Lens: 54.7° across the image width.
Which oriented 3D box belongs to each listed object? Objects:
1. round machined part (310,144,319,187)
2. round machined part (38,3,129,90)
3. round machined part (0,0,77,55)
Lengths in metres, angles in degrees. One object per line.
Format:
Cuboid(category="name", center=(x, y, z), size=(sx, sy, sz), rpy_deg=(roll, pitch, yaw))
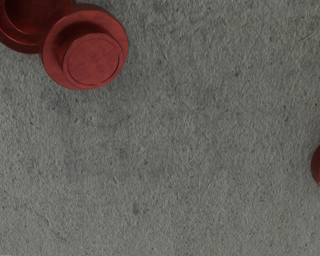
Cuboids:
Cuboid(category="round machined part", center=(0.253, 0.045, 0.419), size=(0.099, 0.042, 0.097), rpy_deg=(0, 110, 0))
Cuboid(category="round machined part", center=(-0.080, -0.082, 0.344), size=(0.099, 0.042, 0.097), rpy_deg=(-21, 139, -19))
Cuboid(category="round machined part", center=(-0.143, -0.135, 0.350), size=(0.099, 0.042, 0.097), rpy_deg=(0, 110, 0))
